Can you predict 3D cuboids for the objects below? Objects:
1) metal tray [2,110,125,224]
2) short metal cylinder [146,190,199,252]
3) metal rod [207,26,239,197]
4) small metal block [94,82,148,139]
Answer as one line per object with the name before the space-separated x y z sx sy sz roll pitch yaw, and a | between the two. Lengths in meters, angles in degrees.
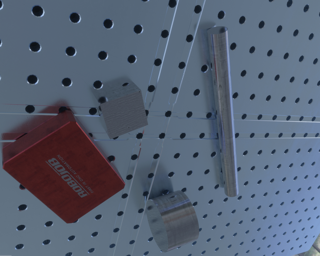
metal tray | -0.112 0.052 0.380 0.090 0.030 0.130 -34 129 -6
short metal cylinder | 0.017 0.142 0.475 0.050 0.080 0.079 -13 124 -22
metal rod | 0.099 -0.003 0.465 0.025 0.025 0.298 -24 128 -14
small metal block | -0.046 -0.021 0.374 0.050 0.025 0.050 -22 127 -16
